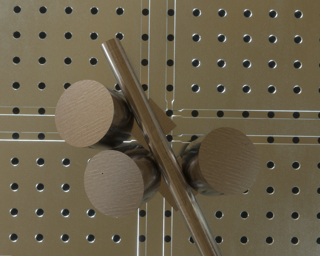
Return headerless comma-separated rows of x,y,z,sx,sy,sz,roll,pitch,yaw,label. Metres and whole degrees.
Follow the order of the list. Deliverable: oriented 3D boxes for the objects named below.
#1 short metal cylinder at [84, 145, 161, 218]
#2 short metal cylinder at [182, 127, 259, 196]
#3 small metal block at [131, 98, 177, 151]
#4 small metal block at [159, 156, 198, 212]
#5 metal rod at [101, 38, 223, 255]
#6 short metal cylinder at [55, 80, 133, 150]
-0.045,0.063,0.383,0.080,0.050,0.079,2,95,22,short metal cylinder
0.074,0.044,0.385,0.081,0.050,0.080,5,74,-18,short metal cylinder
-0.014,-0.004,0.410,0.050,0.025,0.050,-43,90,0,small metal block
0.024,0.073,0.410,0.050,0.025,0.050,-40,90,0,small metal block
0.002,0.029,0.384,0.025,0.025,0.299,-26,90,0,metal rod
-0.080,-0.014,0.383,0.080,0.050,0.080,-3,81,20,short metal cylinder
